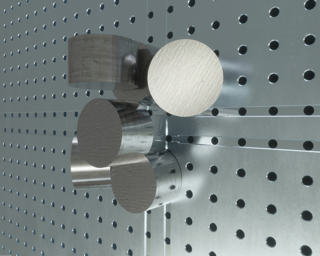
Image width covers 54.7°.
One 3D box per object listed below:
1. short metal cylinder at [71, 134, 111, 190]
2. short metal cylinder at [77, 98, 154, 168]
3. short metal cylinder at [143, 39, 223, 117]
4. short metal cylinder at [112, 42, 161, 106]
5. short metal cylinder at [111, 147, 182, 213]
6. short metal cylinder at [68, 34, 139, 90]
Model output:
[{"bbox_3d":[-0.093,0.047,0.444,0.050,0.080,0.080,-2,89,-4],"label":"short metal cylinder"},{"bbox_3d":[-0.055,0.006,0.372,0.080,0.050,0.079,0,90,40],"label":"short metal cylinder"},{"bbox_3d":[0.023,-0.055,0.345,0.050,0.081,0.079,-138,56,-78],"label":"short metal cylinder"},{"bbox_3d":[-0.021,-0.069,0.410,0.080,0.050,0.079,1,91,40],"label":"short metal cylinder"},{"bbox_3d":[-0.019,0.067,0.408,0.080,0.050,0.079,1,91,39],"label":"short metal cylinder"},{"bbox_3d":[-0.065,-0.073,0.360,0.080,0.081,0.050,1,91,40],"label":"short metal cylinder"}]
